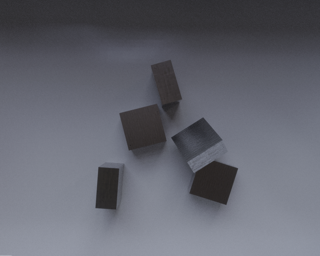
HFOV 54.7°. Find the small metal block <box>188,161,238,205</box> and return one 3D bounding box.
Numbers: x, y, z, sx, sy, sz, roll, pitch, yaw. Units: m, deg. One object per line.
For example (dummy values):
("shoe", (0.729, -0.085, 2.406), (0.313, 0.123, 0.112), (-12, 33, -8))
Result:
("small metal block", (0.069, 0.068, 0.412), (0.050, 0.025, 0.050), (18, 90, 0))

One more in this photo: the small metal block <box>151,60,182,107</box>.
("small metal block", (0.008, -0.055, 0.399), (0.025, 0.050, 0.050), (-16, 90, 0))

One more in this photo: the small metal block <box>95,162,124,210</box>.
("small metal block", (-0.063, 0.073, 0.398), (0.025, 0.050, 0.050), (4, 90, 0))

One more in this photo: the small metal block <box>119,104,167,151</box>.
("small metal block", (-0.022, -0.001, 0.411), (0.050, 0.025, 0.050), (-14, 90, 0))

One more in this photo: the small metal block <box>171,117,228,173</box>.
("small metal block", (0.050, 0.021, 0.397), (0.050, 0.050, 0.025), (-32, 133, 0))
